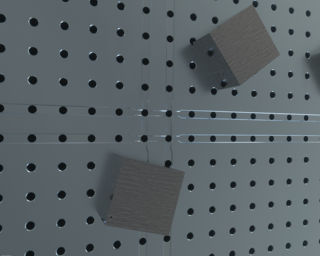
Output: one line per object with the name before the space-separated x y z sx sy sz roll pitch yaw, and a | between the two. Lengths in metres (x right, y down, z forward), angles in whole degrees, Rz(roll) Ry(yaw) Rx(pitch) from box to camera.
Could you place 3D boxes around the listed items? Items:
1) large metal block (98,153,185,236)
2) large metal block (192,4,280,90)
large metal block | -0.024 0.082 0.390 0.080 0.050 0.080 17 85 -19
large metal block | 0.107 -0.112 0.438 0.080 0.050 0.080 -37 102 -16
